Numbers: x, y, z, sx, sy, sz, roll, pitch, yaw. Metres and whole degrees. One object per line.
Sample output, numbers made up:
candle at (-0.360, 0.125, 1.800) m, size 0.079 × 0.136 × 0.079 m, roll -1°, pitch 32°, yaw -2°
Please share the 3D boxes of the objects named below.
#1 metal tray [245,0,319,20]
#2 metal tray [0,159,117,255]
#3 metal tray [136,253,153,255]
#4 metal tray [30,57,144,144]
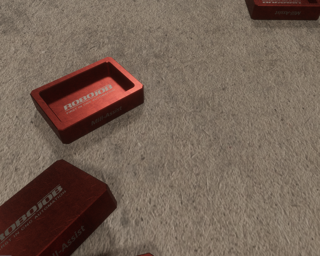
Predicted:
metal tray at (0.242, -0.252, 0.614) m, size 0.131 × 0.030 × 0.090 m, roll 0°, pitch 50°, yaw 0°
metal tray at (-0.118, 0.094, 0.301) m, size 0.090 × 0.030 × 0.131 m, roll 18°, pitch 49°, yaw 39°
metal tray at (-0.035, 0.179, 0.249) m, size 0.091 × 0.030 × 0.130 m, roll -10°, pitch 51°, yaw -9°
metal tray at (-0.099, -0.044, 0.435) m, size 0.131 × 0.030 × 0.090 m, roll -31°, pitch 57°, yaw -24°
